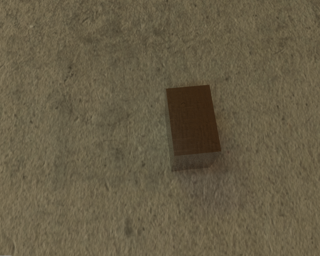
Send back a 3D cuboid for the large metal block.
[{"bbox_3d":[0.036,0.003,0.378,0.050,0.080,0.080,-6,70,-2],"label":"large metal block"}]
